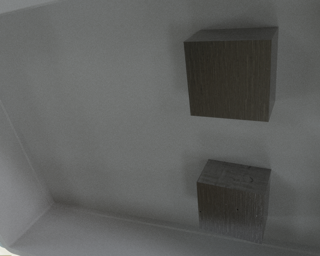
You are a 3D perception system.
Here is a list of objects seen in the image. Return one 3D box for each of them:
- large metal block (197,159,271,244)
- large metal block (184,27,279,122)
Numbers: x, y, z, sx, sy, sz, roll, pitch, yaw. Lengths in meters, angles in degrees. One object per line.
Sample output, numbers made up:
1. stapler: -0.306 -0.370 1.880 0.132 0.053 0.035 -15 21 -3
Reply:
1. large metal block: 0.096 0.093 0.400 0.080 0.050 0.079 7 122 24
2. large metal block: 0.075 -0.056 0.318 0.080 0.050 0.079 6 121 25
